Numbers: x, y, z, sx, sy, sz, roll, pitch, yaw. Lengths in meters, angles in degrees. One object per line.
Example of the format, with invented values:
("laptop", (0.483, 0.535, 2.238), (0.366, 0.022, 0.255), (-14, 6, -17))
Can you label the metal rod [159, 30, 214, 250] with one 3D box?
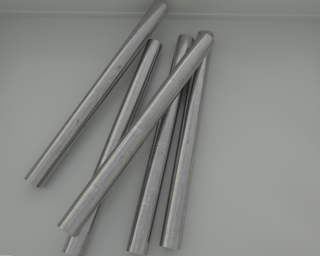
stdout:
("metal rod", (0.039, 0.001, 0.409), (0.025, 0.025, 0.299), (10, 70, 4))

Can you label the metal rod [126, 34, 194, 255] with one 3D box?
("metal rod", (0.006, 0.007, 0.407), (0.025, 0.025, 0.299), (12, 70, 4))

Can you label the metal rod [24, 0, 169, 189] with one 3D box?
("metal rod", (-0.077, -0.054, 0.417), (0.025, 0.025, 0.300), (31, 77, 10))

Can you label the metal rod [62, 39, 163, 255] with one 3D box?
("metal rod", (-0.054, 0.011, 0.404), (0.025, 0.025, 0.299), (17, 71, 6))

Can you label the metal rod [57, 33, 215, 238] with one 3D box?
("metal rod", (-0.019, -0.004, 0.383), (0.025, 0.025, 0.300), (32, 73, 11))
